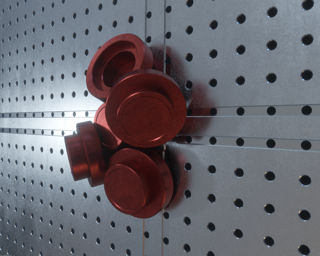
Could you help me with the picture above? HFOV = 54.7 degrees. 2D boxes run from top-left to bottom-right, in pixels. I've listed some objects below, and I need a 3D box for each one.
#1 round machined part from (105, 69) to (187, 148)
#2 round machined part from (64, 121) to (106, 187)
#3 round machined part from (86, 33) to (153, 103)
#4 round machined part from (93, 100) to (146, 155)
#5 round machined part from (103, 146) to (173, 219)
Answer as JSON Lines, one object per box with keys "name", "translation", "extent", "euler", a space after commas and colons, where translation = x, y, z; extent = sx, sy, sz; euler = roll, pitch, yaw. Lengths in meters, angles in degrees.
{"name": "round machined part", "translation": [-0.017, -0.018, 0.372], "extent": [0.042, 0.099, 0.097], "euler": [-99, 34, -65]}
{"name": "round machined part", "translation": [-0.113, 0.041, 0.458], "extent": [0.098, 0.042, 0.097], "euler": [167, 90, -70]}
{"name": "round machined part", "translation": [-0.050, -0.076, 0.423], "extent": [0.098, 0.042, 0.098], "euler": [-14, 62, 28]}
{"name": "round machined part", "translation": [-0.058, -0.003, 0.442], "extent": [0.098, 0.042, 0.097], "euler": [0, 90, 39]}
{"name": "round machined part", "translation": [-0.035, 0.074, 0.409], "extent": [0.098, 0.042, 0.097], "euler": [9, 106, 32]}
